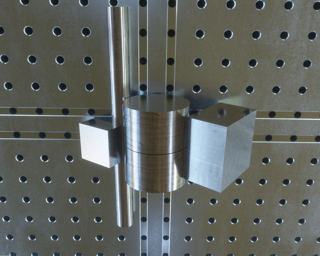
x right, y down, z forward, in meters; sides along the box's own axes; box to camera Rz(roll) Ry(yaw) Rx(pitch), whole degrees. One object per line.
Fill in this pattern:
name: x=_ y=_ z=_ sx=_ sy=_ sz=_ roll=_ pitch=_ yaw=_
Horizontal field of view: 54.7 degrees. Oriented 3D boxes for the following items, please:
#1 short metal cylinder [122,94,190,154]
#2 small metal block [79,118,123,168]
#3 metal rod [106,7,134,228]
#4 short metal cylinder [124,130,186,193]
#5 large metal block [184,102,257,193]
short metal cylinder: x=-0.005 y=-0.007 z=0.377 sx=0.081 sy=0.080 sz=0.050 roll=1 pitch=110 yaw=-1
small metal block: x=-0.077 y=0.019 z=0.403 sx=0.050 sy=0.025 sz=0.050 roll=13 pitch=113 yaw=32
metal rod: x=-0.050 y=0.000 z=0.408 sx=0.025 sy=0.025 sz=0.298 roll=0 pitch=110 yaw=0
short metal cylinder: x=-0.005 y=0.040 z=0.394 sx=0.081 sy=0.080 sz=0.050 roll=1 pitch=110 yaw=-1
large metal block: x=0.074 y=0.020 z=0.380 sx=0.050 sy=0.081 sz=0.079 roll=16 pitch=115 yaw=35
